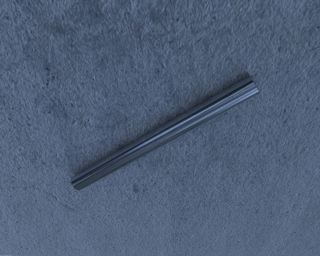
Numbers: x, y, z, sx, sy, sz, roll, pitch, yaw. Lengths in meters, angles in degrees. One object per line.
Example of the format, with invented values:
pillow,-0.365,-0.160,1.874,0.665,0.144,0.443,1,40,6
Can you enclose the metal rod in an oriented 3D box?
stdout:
metal rod,-0.008,0.016,0.423,0.300,0.025,0.025,-30,124,22
